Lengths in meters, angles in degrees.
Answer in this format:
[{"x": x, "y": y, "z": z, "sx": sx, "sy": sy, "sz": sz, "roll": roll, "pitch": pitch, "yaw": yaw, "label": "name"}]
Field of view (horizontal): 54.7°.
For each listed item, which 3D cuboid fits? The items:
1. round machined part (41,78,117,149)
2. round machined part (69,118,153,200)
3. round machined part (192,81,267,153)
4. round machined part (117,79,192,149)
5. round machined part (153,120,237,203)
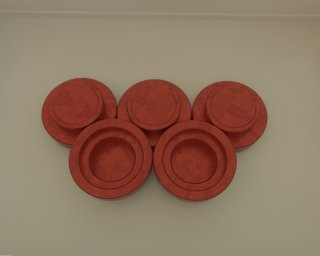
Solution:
[{"x": -0.106, "y": -0.024, "z": 0.406, "sx": 0.099, "sy": 0.042, "sz": 0.098, "roll": 0, "pitch": 69, "yaw": -1, "label": "round machined part"}, {"x": -0.058, "y": 0.041, "z": 0.383, "sx": 0.099, "sy": 0.042, "sz": 0.098, "roll": 0, "pitch": 70, "yaw": 0, "label": "round machined part"}, {"x": 0.091, "y": -0.019, "z": 0.405, "sx": 0.099, "sy": 0.042, "sz": 0.098, "roll": 0, "pitch": 69, "yaw": 0, "label": "round machined part"}, {"x": -0.008, "y": -0.022, "z": 0.406, "sx": 0.099, "sy": 0.042, "sz": 0.098, "roll": 0, "pitch": 69, "yaw": 0, "label": "round machined part"}, {"x": 0.041, "y": 0.043, "z": 0.383, "sx": 0.099, "sy": 0.042, "sz": 0.098, "roll": 0, "pitch": 70, "yaw": 0, "label": "round machined part"}]
